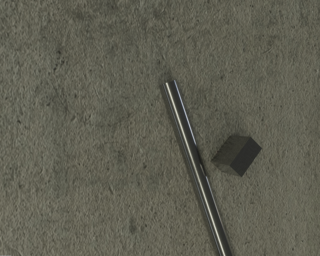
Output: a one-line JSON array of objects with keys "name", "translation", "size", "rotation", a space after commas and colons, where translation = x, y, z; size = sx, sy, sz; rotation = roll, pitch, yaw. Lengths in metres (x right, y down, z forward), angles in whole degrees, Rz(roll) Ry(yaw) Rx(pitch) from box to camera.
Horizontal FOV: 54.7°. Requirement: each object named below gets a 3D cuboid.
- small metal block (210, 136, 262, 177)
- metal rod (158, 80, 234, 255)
[{"name": "small metal block", "translation": [0.106, 0.038, 0.437], "size": [0.025, 0.050, 0.050], "rotation": [43, 76, -15]}, {"name": "metal rod", "translation": [0.058, 0.080, 0.431], "size": [0.025, 0.025, 0.298], "rotation": [-21, 97, -19]}]
